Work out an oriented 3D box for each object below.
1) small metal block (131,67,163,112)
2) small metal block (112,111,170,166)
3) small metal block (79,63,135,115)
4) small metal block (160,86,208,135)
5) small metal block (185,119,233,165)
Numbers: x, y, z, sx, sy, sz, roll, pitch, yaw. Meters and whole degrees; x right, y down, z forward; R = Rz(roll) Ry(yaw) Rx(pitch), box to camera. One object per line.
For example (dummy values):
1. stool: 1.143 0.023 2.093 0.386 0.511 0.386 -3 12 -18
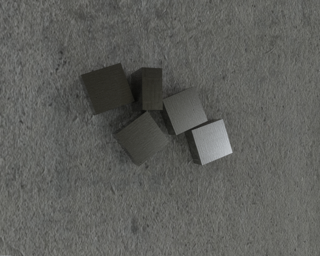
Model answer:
1. small metal block: -0.017 -0.046 0.389 0.025 0.050 0.050 -1 91 -20
2. small metal block: -0.025 0.013 0.400 0.050 0.025 0.050 -39 103 -16
3. small metal block: -0.066 -0.048 0.384 0.050 0.025 0.050 -22 98 -19
4. small metal block: 0.030 -0.023 0.420 0.050 0.025 0.050 -24 98 -19
5. small metal block: 0.068 0.019 0.434 0.050 0.025 0.050 -20 97 -19
